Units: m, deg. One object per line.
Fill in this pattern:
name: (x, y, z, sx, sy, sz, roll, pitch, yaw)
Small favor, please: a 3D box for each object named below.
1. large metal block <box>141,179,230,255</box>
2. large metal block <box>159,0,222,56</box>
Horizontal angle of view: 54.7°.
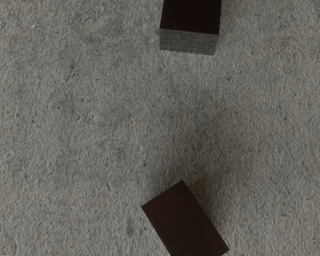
large metal block: (0.024, 0.110, 0.339, 0.050, 0.080, 0.080, -31, 73, -11)
large metal block: (0.044, -0.158, 0.453, 0.080, 0.050, 0.080, 7, 70, 2)
